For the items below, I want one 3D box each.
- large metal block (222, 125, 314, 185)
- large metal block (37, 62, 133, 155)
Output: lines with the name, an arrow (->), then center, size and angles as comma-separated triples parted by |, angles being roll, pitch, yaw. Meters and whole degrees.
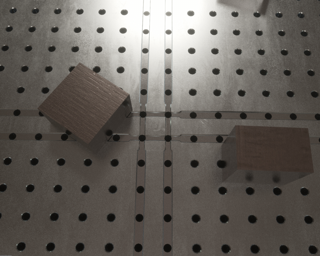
large metal block -> 0.122, 0.035, 0.371 | 0.081, 0.080, 0.050 | 2, 70, 0
large metal block -> -0.094, -0.025, 0.406 | 0.080, 0.050, 0.080 | 33, 73, 11
